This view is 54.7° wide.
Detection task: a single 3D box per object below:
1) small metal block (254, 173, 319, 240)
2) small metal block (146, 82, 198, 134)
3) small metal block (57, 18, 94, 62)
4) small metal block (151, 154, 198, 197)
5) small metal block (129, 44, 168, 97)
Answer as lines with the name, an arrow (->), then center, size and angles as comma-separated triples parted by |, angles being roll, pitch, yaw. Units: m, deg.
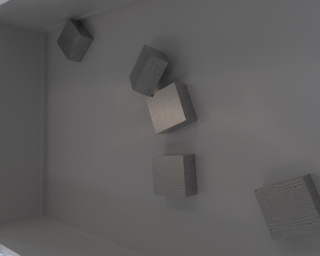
small metal block -> 0.128, 0.077, 0.301 | 0.050, 0.025, 0.050 | -28, 73, 36
small metal block -> 0.014, -0.024, 0.395 | 0.050, 0.025, 0.050 | -26, 74, 37
small metal block -> -0.145, -0.149, 0.527 | 0.050, 0.025, 0.050 | -50, 61, 28
small metal block -> 0.018, 0.059, 0.392 | 0.050, 0.025, 0.050 | -6, 86, 40
small metal block -> -0.016, -0.076, 0.405 | 0.050, 0.025, 0.050 | -61, 23, 22
